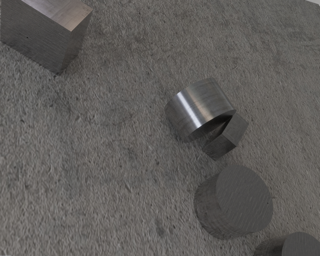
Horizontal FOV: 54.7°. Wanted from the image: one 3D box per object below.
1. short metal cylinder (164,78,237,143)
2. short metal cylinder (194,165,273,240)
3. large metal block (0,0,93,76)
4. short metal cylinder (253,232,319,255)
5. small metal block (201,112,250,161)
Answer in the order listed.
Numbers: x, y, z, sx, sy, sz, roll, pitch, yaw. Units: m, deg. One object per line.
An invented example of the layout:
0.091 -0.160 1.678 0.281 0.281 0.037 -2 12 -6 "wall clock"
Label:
0.053 -0.022 0.410 0.081 0.080 0.050 -20 73 -36 "short metal cylinder"
0.089 0.092 0.380 0.081 0.050 0.080 14 56 -21 "short metal cylinder"
-0.137 -0.122 0.369 0.080 0.080 0.050 31 52 -8 "large metal block"
0.159 0.170 0.370 0.081 0.050 0.080 14 56 -21 "short metal cylinder"
0.090 0.012 0.429 0.025 0.050 0.050 41 51 -1 "small metal block"
